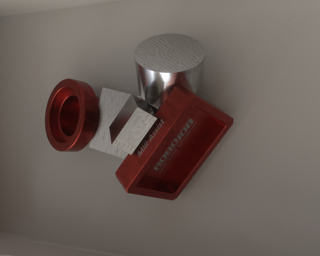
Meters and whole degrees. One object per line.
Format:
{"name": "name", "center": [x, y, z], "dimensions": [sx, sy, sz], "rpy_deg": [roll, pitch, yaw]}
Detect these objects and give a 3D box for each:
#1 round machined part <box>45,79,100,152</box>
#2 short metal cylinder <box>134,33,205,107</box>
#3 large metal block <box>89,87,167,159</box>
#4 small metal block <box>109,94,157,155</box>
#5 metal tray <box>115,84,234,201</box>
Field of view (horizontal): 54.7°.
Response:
{"name": "round machined part", "center": [-0.114, -0.016, 0.426], "dimensions": [0.098, 0.042, 0.097], "rpy_deg": [-6, 81, 42]}
{"name": "short metal cylinder", "center": [0.012, -0.069, 0.368], "dimensions": [0.080, 0.080, 0.050], "rpy_deg": [17, 140, 19]}
{"name": "large metal block", "center": [-0.037, -0.003, 0.408], "dimensions": [0.080, 0.050, 0.079], "rpy_deg": [16, 95, 19]}
{"name": "small metal block", "center": [-0.032, -0.006, 0.351], "dimensions": [0.025, 0.050, 0.050], "rpy_deg": [31, 103, -22]}
{"name": "metal tray", "center": [0.019, 0.023, 0.366], "dimensions": [0.129, 0.090, 0.030], "rpy_deg": [-55, 47, 11]}
